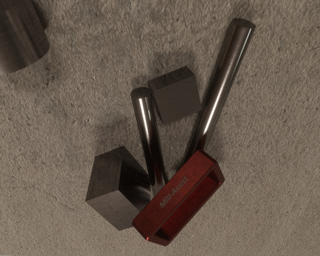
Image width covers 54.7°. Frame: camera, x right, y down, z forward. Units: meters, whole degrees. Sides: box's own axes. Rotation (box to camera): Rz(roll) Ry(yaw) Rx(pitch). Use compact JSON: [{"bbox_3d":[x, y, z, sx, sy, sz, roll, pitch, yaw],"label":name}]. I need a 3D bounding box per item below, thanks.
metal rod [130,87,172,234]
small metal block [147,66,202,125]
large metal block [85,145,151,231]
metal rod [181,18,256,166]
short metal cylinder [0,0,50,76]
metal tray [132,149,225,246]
[{"bbox_3d":[-0.004,0.070,0.466,0.025,0.025,0.298,-6,130,4],"label":"metal rod"},{"bbox_3d":[0.018,-0.038,0.366,0.050,0.025,0.050,-23,129,-6],"label":"small metal block"},{"bbox_3d":[-0.055,0.086,0.444,0.050,0.080,0.080,-22,127,17],"label":"large metal block"},{"bbox_3d":[0.057,0.004,0.411,0.025,0.025,0.298,8,130,-8],"label":"metal rod"},{"bbox_3d":[-0.153,-0.090,0.292,0.080,0.080,0.050,-7,130,6],"label":"short metal cylinder"},{"bbox_3d":[0.030,0.098,0.423,0.130,0.030,0.090,-47,150,-7],"label":"metal tray"}]
